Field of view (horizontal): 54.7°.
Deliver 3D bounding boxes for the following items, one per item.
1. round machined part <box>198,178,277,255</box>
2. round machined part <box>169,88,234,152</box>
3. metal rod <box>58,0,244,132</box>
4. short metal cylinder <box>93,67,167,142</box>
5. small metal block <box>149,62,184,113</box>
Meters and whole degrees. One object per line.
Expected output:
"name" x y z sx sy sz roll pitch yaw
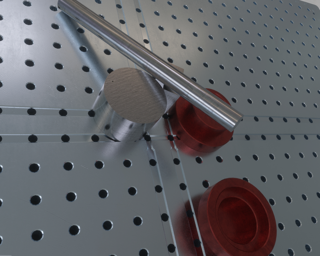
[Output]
"round machined part" 0.088 0.114 0.376 0.099 0.042 0.098 14 56 -21
"round machined part" 0.066 -0.018 0.444 0.099 0.042 0.098 14 56 -21
"metal rod" -0.024 -0.093 0.402 0.300 0.025 0.025 38 49 17
"short metal cylinder" -0.038 -0.029 0.389 0.081 0.050 0.080 14 56 -21
"small metal block" 0.008 -0.054 0.429 0.025 0.050 0.050 21 54 -16
